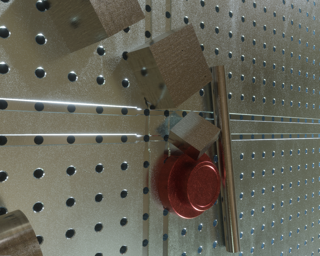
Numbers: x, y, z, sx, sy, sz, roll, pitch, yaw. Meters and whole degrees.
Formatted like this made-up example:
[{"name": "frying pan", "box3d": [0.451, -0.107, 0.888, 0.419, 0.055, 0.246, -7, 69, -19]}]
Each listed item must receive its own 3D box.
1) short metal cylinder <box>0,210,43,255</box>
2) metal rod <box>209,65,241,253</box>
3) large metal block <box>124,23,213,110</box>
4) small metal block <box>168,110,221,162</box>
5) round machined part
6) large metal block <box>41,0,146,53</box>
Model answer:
[{"name": "short metal cylinder", "box3d": [-0.135, 0.116, 0.260, 0.050, 0.080, 0.079, -14, 99, -39]}, {"name": "metal rod", "box3d": [0.105, 0.052, 0.497, 0.025, 0.025, 0.298, -10, 97, -40]}, {"name": "large metal block", "box3d": [0.014, -0.079, 0.404, 0.080, 0.050, 0.080, -38, 114, -33]}, {"name": "small metal block", "box3d": [0.047, 0.010, 0.430, 0.050, 0.050, 0.025, -42, 157, -32]}, {"name": "round machined part", "box3d": [0.049, 0.079, 0.439, 0.099, 0.042, 0.097, 0, 90, -40]}, {"name": "large metal block", "box3d": [-0.073, -0.130, 0.312, 0.050, 0.080, 0.080, -41, 115, -32]}]
